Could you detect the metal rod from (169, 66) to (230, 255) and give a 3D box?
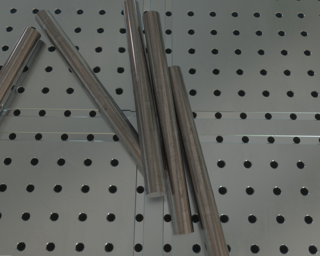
[{"bbox_3d":[0.048,0.055,0.392,0.025,0.025,0.299,-11,70,-4],"label":"metal rod"}]

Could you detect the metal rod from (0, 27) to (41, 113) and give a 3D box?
[{"bbox_3d":[-0.235,-0.008,0.411,0.025,0.025,0.299,17,71,6],"label":"metal rod"}]

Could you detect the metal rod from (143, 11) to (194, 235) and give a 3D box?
[{"bbox_3d":[0.008,-0.018,0.406,0.025,0.025,0.299,-7,75,-3],"label":"metal rod"}]

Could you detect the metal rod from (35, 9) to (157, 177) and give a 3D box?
[{"bbox_3d":[-0.091,-0.055,0.430,0.025,0.025,0.299,-34,74,-12],"label":"metal rod"}]

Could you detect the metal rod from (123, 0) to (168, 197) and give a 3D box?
[{"bbox_3d":[-0.024,-0.058,0.416,0.025,0.025,0.299,-7,64,-3],"label":"metal rod"}]
